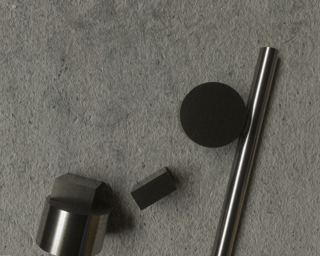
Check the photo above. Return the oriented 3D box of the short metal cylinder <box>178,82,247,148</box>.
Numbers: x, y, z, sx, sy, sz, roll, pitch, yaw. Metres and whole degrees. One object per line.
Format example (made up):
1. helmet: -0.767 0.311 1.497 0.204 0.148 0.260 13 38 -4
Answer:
1. short metal cylinder: 0.064 -0.016 0.398 0.081 0.050 0.079 0 90 -1

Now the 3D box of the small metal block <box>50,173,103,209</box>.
1. small metal block: -0.104 0.079 0.396 0.050 0.050 0.025 14 90 -1

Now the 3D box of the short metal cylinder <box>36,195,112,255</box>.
1. short metal cylinder: -0.105 0.117 0.381 0.080 0.080 0.050 14 90 -1

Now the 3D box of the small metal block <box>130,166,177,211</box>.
1. small metal block: -0.008 0.076 0.397 0.050 0.050 0.025 -31 90 0

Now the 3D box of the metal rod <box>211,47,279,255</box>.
1. metal rod: 0.111 0.042 0.411 0.025 0.025 0.298 13 90 -1
